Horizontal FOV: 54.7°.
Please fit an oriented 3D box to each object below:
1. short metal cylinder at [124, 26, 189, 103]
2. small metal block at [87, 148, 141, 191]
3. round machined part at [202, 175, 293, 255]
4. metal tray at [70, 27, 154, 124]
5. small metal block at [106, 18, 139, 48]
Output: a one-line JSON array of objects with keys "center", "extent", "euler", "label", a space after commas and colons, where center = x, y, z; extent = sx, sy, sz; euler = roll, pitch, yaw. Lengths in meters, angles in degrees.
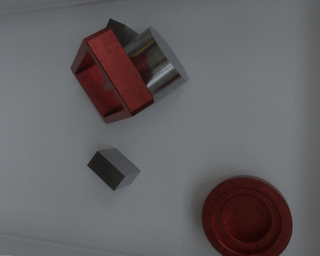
[{"center": [-0.008, -0.077, 0.383], "extent": [0.050, 0.080, 0.080], "euler": [-34, 79, 17], "label": "short metal cylinder"}, {"center": [-0.061, 0.054, 0.418], "extent": [0.050, 0.050, 0.025], "euler": [40, 103, 15], "label": "small metal block"}, {"center": [0.102, 0.104, 0.365], "extent": [0.098, 0.042, 0.097], "euler": [0, 90, 19], "label": "round machined part"}, {"center": [-0.063, -0.054, 0.368], "extent": [0.030, 0.130, 0.090], "euler": [-35, 100, -20], "label": "metal tray"}, {"center": [-0.055, -0.111, 0.416], "extent": [0.025, 0.050, 0.050], "euler": [28, 99, 17], "label": "small metal block"}]
